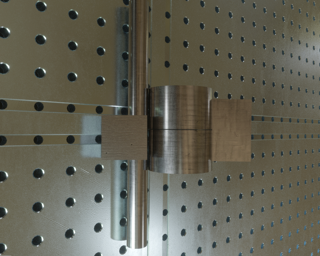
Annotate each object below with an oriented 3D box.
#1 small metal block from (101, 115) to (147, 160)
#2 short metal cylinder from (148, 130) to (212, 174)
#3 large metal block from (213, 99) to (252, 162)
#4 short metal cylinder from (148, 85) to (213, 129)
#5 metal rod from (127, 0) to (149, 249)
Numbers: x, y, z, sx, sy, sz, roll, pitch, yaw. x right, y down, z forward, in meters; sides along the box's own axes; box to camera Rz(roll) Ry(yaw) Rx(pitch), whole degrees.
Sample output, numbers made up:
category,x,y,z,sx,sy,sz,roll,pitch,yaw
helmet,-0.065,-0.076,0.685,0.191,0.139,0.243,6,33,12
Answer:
category,x,y,z,sx,sy,sz,roll,pitch,yaw
small metal block,-0.041,0.011,0.356,0.050,0.025,0.050,0,89,-5
short metal cylinder,0.025,0.027,0.390,0.081,0.080,0.050,1,90,-40
large metal block,0.090,0.003,0.435,0.050,0.080,0.079,1,90,-2
short metal cylinder,0.025,-0.023,0.390,0.081,0.080,0.050,1,90,-40
metal rod,-0.027,-0.005,0.381,0.025,0.025,0.298,1,90,-40
